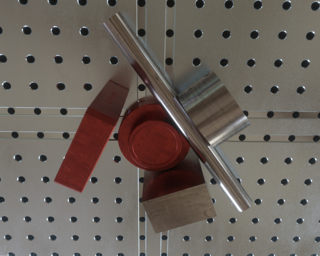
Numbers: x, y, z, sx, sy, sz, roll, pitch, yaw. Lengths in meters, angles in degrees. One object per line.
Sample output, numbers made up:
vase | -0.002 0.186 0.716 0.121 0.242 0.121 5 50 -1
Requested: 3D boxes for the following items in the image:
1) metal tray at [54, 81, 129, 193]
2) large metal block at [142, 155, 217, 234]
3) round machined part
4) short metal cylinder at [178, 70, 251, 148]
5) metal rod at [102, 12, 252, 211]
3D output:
metal tray | -0.074 0.003 0.358 0.030 0.130 0.089 26 108 -9
large metal block | 0.024 0.086 0.416 0.080 0.080 0.050 -18 109 6
round machined part | -0.007 0.015 0.409 0.099 0.042 0.097 0 110 -1
short metal cylinder | 0.065 -0.023 0.375 0.050 0.080 0.080 -35 107 12
metal rod | 0.031 -0.008 0.388 0.025 0.025 0.299 -34 107 11
